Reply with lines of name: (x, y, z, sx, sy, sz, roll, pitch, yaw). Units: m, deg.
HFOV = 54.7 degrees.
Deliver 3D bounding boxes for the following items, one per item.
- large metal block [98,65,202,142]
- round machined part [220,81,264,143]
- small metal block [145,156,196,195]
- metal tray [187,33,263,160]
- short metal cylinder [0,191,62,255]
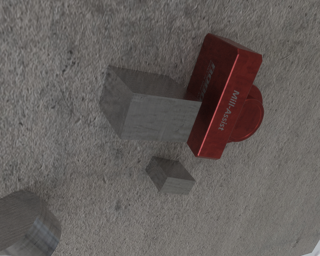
large metal block: (-0.014, -0.027, 0.347, 0.081, 0.080, 0.050, 4, 116, -31)
round machined part: (0.108, -0.019, 0.444, 0.099, 0.042, 0.097, -14, 124, -21)
small metal block: (0.014, 0.068, 0.441, 0.050, 0.050, 0.025, 15, 111, -34)
metal tray: (0.063, -0.039, 0.372, 0.030, 0.090, 0.129, 10, 114, -20)
short metal cylinder: (-0.163, 0.120, 0.356, 0.080, 0.080, 0.050, -29, 128, -10)
